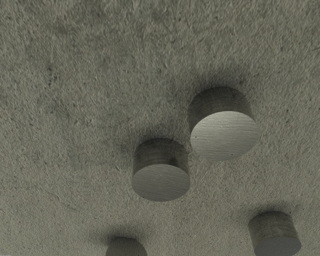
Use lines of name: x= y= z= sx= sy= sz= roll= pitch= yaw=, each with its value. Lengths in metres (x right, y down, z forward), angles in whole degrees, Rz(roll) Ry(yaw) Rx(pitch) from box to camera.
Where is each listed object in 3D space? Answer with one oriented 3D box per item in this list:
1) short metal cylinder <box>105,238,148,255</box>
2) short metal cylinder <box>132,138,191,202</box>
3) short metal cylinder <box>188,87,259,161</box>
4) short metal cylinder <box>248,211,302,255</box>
short metal cylinder: x=-0.069 y=0.259 z=0.591 sx=0.081 sy=0.080 sz=0.050 roll=14 pitch=129 yaw=-12
short metal cylinder: x=0.001 y=0.061 z=0.442 sx=0.081 sy=0.050 sz=0.079 roll=0 pitch=130 yaw=0
short metal cylinder: x=0.076 y=-0.005 z=0.387 sx=0.081 sy=0.050 sz=0.079 roll=0 pitch=130 yaw=0
short metal cylinder: x=0.205 y=0.195 z=0.558 sx=0.081 sy=0.050 sz=0.079 roll=0 pitch=130 yaw=0
